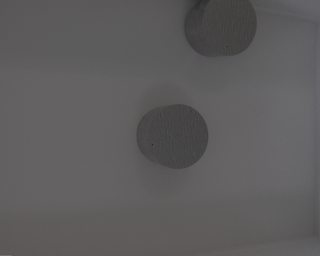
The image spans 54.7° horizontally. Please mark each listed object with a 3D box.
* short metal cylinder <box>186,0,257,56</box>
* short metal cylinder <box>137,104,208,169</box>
[{"bbox_3d":[0.082,-0.138,0.420,0.081,0.050,0.079,-4,102,-19],"label":"short metal cylinder"},{"bbox_3d":[0.015,0.010,0.403,0.081,0.050,0.080,0,90,-20],"label":"short metal cylinder"}]
